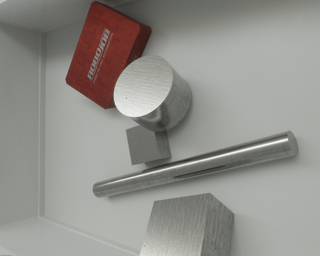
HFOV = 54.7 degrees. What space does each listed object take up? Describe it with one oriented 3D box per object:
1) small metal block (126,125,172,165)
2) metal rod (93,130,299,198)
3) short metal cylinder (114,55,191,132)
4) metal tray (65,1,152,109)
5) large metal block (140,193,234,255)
[{"bbox_3d":[-0.016,0.021,0.418,0.050,0.025,0.050,-18,79,38],"label":"small metal block"},{"bbox_3d":[0.017,0.055,0.390,0.299,0.025,0.025,-20,77,37],"label":"metal rod"},{"bbox_3d":[-0.009,-0.041,0.379,0.080,0.050,0.080,-12,64,26],"label":"short metal cylinder"},{"bbox_3d":[-0.078,-0.104,0.452,0.090,0.030,0.129,33,111,19],"label":"metal tray"},{"bbox_3d":[0.029,0.124,0.340,0.080,0.050,0.080,-19,41,38],"label":"large metal block"}]
